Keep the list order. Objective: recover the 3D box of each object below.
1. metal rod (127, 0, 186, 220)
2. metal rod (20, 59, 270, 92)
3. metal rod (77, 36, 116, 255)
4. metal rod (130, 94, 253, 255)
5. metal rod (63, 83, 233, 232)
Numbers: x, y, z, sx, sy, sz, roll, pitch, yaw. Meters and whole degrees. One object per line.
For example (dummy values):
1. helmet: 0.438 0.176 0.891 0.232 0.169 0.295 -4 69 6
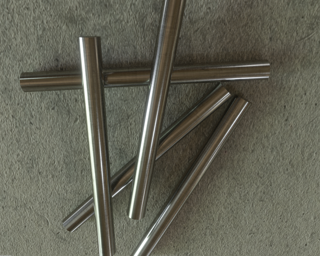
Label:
1. metal rod: -0.007 -0.020 0.374 0.025 0.025 0.298 9 110 -4
2. metal rod: -0.019 -0.065 0.385 0.302 0.025 0.025 -3 110 1
3. metal rod: -0.077 0.038 0.395 0.025 0.025 0.298 -1 110 0
4. metal rod: 0.036 0.085 0.441 0.025 0.025 0.298 27 108 -10
5. metal rod: -0.026 0.047 0.426 0.299 0.025 0.025 -42 105 13
